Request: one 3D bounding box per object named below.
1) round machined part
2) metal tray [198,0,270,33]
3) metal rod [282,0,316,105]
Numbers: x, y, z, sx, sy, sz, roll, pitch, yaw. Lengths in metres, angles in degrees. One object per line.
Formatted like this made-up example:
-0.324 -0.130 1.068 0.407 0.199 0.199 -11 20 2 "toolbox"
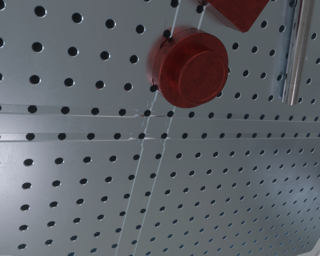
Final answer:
0.044 -0.068 0.382 0.099 0.042 0.097 -14 124 -21 "round machined part"
0.100 -0.187 0.347 0.090 0.030 0.129 25 105 -37 "metal tray"
0.195 -0.166 0.414 0.025 0.025 0.298 -19 126 -17 "metal rod"
